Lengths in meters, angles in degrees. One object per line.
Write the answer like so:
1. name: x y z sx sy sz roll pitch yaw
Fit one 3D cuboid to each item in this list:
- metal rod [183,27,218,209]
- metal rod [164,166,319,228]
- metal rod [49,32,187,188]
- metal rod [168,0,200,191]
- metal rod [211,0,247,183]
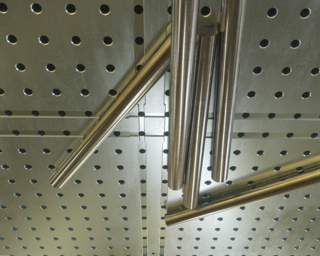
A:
1. metal rod: 0.050 0.012 0.422 0.025 0.025 0.298 -1 130 0
2. metal rod: 0.147 0.112 0.508 0.300 0.025 0.025 -22 127 17
3. metal rod: -0.067 -0.008 0.403 0.025 0.025 0.299 31 124 -24
4. metal rod: 0.024 -0.014 0.378 0.025 0.025 0.298 -1 137 0
5. metal rod: 0.081 -0.039 0.379 0.025 0.025 0.298 -3 130 2
